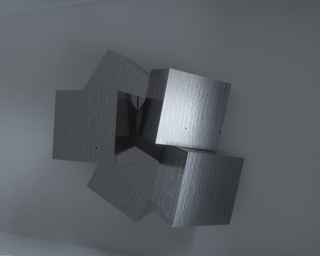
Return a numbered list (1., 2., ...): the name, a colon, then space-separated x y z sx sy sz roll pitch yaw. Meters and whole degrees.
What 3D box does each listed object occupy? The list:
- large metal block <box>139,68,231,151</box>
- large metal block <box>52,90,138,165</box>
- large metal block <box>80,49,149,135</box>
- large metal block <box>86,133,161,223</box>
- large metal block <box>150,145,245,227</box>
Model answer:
1. large metal block: 0.028 -0.021 0.362 0.081 0.050 0.079 9 94 -26
2. large metal block: -0.076 -0.002 0.367 0.080 0.050 0.079 3 90 20
3. large metal block: -0.049 -0.045 0.412 0.080 0.050 0.080 38 102 15
4. large metal block: -0.034 0.060 0.404 0.080 0.050 0.080 31 100 17
5. large metal block: 0.042 0.064 0.357 0.050 0.081 0.079 18 97 58
